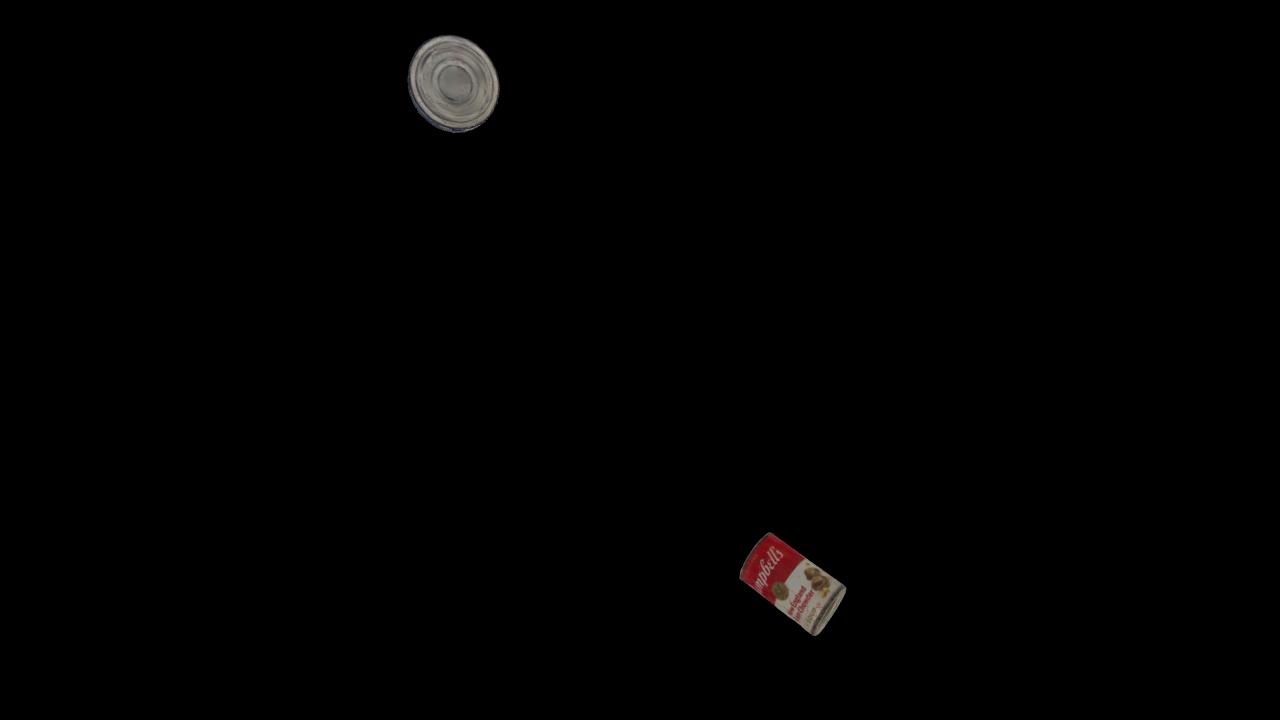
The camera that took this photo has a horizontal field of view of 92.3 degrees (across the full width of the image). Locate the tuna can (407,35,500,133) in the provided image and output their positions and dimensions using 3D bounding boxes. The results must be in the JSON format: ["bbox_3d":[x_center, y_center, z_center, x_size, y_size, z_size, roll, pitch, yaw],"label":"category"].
[{"bbox_3d":[-0.178,-0.263,0.590,0.084,0.084,0.034,0,16,-20],"label":"tuna can"}]

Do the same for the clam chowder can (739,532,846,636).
[{"bbox_3d":[0.176,0.257,0.709,0.102,0.068,0.068,32,18,32],"label":"clam chowder can"}]
